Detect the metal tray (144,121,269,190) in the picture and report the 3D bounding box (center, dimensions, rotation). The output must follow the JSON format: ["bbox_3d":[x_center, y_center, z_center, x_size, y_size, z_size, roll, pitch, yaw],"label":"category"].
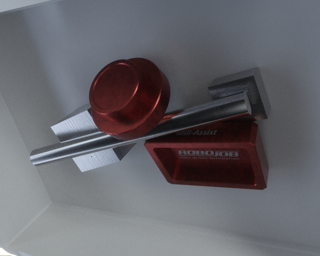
[{"bbox_3d":[0.057,0.035,0.376,0.130,0.030,0.090,-2,137,28],"label":"metal tray"}]

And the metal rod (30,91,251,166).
[{"bbox_3d":[-0.043,0.008,0.375,0.300,0.025,0.025,-14,111,26],"label":"metal rod"}]

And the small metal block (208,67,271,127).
[{"bbox_3d":[0.088,-0.033,0.339,0.050,0.025,0.050,-12,113,33],"label":"small metal block"}]

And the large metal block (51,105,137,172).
[{"bbox_3d":[-0.093,0.009,0.442,0.080,0.050,0.080,-19,109,35],"label":"large metal block"}]

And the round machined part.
[{"bbox_3d":[-0.041,-0.039,0.353,0.098,0.098,0.042,-4,157,30],"label":"round machined part"}]
